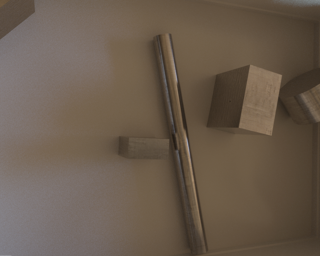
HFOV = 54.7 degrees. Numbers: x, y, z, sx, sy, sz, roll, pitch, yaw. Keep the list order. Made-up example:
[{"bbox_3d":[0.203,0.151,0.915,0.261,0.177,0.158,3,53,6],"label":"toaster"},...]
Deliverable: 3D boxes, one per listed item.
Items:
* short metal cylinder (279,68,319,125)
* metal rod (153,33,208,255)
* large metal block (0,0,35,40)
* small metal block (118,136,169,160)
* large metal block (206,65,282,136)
[{"bbox_3d":[0.228,-0.048,0.468,0.080,0.080,0.050,-39,103,-16],"label":"short metal cylinder"},{"bbox_3d":[0.029,0.024,0.422,0.025,0.025,0.298,-11,94,-20],"label":"metal rod"},{"bbox_3d":[-0.178,-0.128,0.315,0.080,0.080,0.050,-47,105,-14],"label":"large metal block"},{"bbox_3d":[-0.022,0.025,0.390,0.050,0.050,0.025,3,89,-20],"label":"small metal block"},{"bbox_3d":[0.112,-0.035,0.424,0.050,0.080,0.080,13,86,-20],"label":"large metal block"}]
